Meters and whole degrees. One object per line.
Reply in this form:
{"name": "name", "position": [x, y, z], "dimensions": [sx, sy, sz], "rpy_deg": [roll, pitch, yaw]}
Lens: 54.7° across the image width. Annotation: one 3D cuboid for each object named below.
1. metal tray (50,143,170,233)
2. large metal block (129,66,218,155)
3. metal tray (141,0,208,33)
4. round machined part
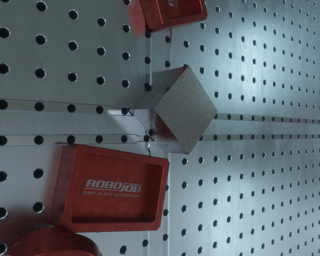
{"name": "metal tray", "position": [-0.052, 0.072, 0.362], "dimensions": [0.131, 0.030, 0.090], "rpy_deg": [14, 81, -39]}
{"name": "large metal block", "position": [0.021, -0.023, 0.410], "dimensions": [0.080, 0.050, 0.080], "rpy_deg": [52, 59, -27]}
{"name": "metal tray", "position": [0.011, -0.202, 0.413], "dimensions": [0.091, 0.030, 0.129], "rpy_deg": [-26, 106, -37]}
{"name": "round machined part", "position": [-0.105, 0.133, 0.291], "dimensions": [0.099, 0.042, 0.097], "rpy_deg": [-12, 124, -19]}
